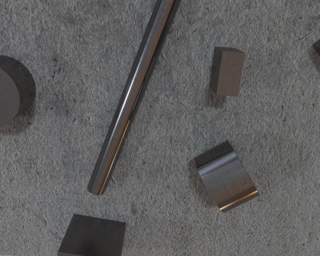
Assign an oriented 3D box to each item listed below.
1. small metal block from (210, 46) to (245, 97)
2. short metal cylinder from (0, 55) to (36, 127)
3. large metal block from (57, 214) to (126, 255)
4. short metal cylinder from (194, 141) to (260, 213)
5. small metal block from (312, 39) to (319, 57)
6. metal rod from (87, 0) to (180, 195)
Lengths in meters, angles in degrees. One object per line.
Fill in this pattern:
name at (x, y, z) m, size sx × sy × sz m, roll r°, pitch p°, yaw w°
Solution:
small metal block at (0.079, -0.069, 0.372) m, size 0.025 × 0.050 × 0.050 m, roll 4°, pitch 110°, yaw -2°
short metal cylinder at (-0.201, -0.045, 0.377) m, size 0.081 × 0.050 × 0.079 m, roll 0°, pitch 110°, yaw -1°
large metal block at (-0.096, 0.174, 0.443) m, size 0.081 × 0.080 × 0.050 m, roll 11°, pitch 110°, yaw -5°
short metal cylinder at (0.087, 0.063, 0.405) m, size 0.050 × 0.080 × 0.080 m, roll -30°, pitch 108°, yaw 10°
small metal block at (0.226, -0.097, 0.377) m, size 0.050 × 0.025 × 0.050 m, roll -37°, pitch 106°, yaw 12°
metal rod at (-0.035, -0.042, 0.393) m, size 0.025 × 0.025 × 0.298 m, roll 21°, pitch 109°, yaw -8°
